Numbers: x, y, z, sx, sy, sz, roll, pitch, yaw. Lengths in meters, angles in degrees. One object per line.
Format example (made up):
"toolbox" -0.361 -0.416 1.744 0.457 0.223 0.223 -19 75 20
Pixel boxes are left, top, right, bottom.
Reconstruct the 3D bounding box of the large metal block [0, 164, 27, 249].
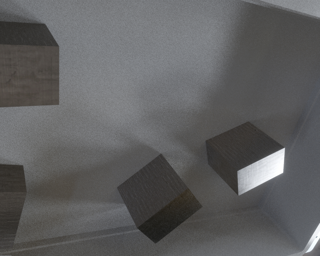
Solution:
"large metal block" -0.198 0.085 0.337 0.081 0.050 0.079 9 114 -32

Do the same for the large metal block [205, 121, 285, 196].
"large metal block" 0.127 0.043 0.469 0.081 0.080 0.050 -23 127 -15

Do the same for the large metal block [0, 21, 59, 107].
"large metal block" -0.135 -0.057 0.264 0.081 0.080 0.050 -5 121 -26

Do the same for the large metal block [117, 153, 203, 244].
"large metal block" -0.002 0.096 0.431 0.080 0.080 0.050 -37 129 -3
